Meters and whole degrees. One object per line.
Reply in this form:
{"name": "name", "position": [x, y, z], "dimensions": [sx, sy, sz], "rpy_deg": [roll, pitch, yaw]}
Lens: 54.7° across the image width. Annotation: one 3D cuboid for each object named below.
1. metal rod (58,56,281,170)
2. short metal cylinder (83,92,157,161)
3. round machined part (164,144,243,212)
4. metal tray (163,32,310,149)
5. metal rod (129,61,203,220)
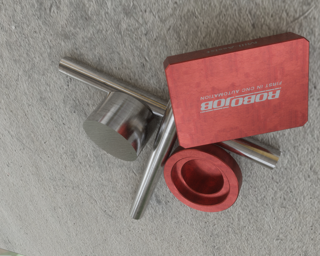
{"name": "metal rod", "position": [0.002, -0.024, 0.393], "dimensions": [0.301, 0.025, 0.025], "rpy_deg": [25, 127, 12]}
{"name": "short metal cylinder", "position": [-0.051, -0.001, 0.402], "dimensions": [0.080, 0.050, 0.080], "rpy_deg": [25, 151, 15]}
{"name": "round machined part", "position": [0.058, 0.058, 0.403], "dimensions": [0.098, 0.042, 0.097], "rpy_deg": [13, 124, 21]}
{"name": "metal tray", "position": [0.076, -0.036, 0.307], "dimensions": [0.131, 0.030, 0.089], "rpy_deg": [-11, 116, 2]}
{"name": "metal rod", "position": [-0.003, 0.041, 0.412], "dimensions": [0.025, 0.025, 0.298], "rpy_deg": [29, 135, 9]}
